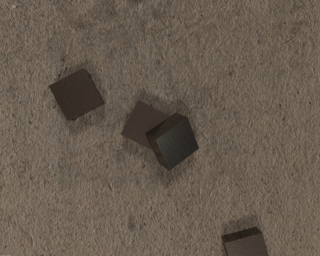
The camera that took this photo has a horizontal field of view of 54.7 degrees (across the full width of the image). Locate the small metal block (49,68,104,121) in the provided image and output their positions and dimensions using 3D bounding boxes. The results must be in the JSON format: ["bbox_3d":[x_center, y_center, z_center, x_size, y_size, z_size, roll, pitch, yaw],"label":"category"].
[{"bbox_3d":[-0.109,-0.043,0.409,0.050,0.025,0.050,-28,90,-1],"label":"small metal block"}]

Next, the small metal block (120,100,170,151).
[{"bbox_3d":[-0.017,-0.003,0.410,0.050,0.025,0.050,27,90,-1],"label":"small metal block"}]

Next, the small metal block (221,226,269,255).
[{"bbox_3d":[0.114,0.166,0.412,0.050,0.025,0.050,-15,90,-1],"label":"small metal block"}]

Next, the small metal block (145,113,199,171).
[{"bbox_3d":[0.016,0.017,0.392,0.050,0.025,0.050,-35,122,-19],"label":"small metal block"}]
